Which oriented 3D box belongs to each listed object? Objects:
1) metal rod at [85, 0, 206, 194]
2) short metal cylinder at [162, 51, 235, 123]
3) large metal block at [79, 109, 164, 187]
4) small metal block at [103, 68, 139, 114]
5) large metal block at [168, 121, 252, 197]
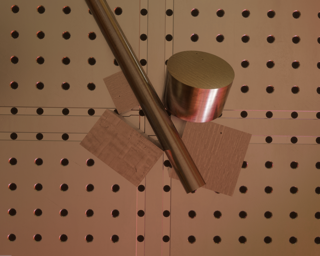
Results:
[{"bbox_3d":[-0.027,-0.060,0.383,0.025,0.025,0.299,-28,79,0],"label":"metal rod"},{"bbox_3d":[0.045,-0.052,0.380,0.081,0.080,0.050,9,134,-1],"label":"short metal cylinder"},{"bbox_3d":[-0.043,0.022,0.385,0.080,0.080,0.050,37,90,-1],"label":"large metal block"},{"bbox_3d":[-0.041,-0.051,0.413,0.050,0.025,0.050,-24,90,-1],"label":"small metal block"},{"bbox_3d":[0.061,0.034,0.401,0.080,0.050,0.080,18,90,-1],"label":"large metal block"}]
